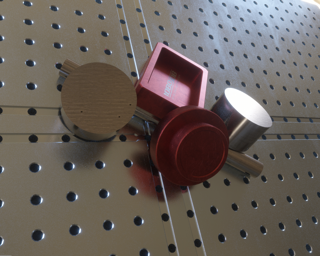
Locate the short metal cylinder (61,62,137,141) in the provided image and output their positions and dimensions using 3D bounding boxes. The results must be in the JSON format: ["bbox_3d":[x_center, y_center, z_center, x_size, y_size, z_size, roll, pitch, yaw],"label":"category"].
[{"bbox_3d":[-0.072,-0.028,0.355,0.081,0.050,0.080,4,77,-18],"label":"short metal cylinder"}]

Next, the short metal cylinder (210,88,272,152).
[{"bbox_3d":[0.111,-0.012,0.444,0.080,0.050,0.080,24,33,-17],"label":"short metal cylinder"}]

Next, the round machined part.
[{"bbox_3d":[0.041,0.025,0.369,0.099,0.042,0.097,-6,106,-21],"label":"round machined part"}]

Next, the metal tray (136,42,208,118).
[{"bbox_3d":[0.018,-0.061,0.433,0.090,0.030,0.130,28,39,-10],"label":"metal tray"}]

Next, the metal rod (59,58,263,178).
[{"bbox_3d":[0.009,-0.008,0.418,0.301,0.025,0.025,28,52,-11],"label":"metal rod"}]
